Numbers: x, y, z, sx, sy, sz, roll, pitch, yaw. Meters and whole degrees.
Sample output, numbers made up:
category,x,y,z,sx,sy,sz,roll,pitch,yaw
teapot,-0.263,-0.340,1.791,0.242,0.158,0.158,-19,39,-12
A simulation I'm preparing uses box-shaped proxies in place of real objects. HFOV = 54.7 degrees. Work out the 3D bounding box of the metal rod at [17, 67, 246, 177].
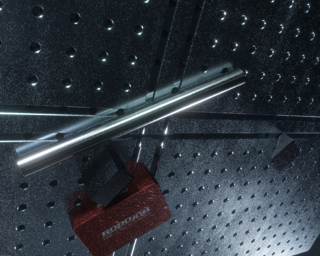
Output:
category,x,y,z,sx,sy,sz,roll,pitch,yaw
metal rod,-0.024,-0.014,0.391,0.302,0.025,0.025,-24,127,-15

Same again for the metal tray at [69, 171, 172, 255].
category,x,y,z,sx,sy,sz,roll,pitch,yaw
metal tray,-0.055,0.131,0.461,0.131,0.030,0.090,-27,128,-12

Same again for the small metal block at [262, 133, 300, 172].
category,x,y,z,sx,sy,sz,roll,pitch,yaw
small metal block,0.221,0.045,0.563,0.050,0.025,0.050,-41,130,0

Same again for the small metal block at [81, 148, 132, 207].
category,x,y,z,sx,sy,sz,roll,pitch,yaw
small metal block,-0.070,0.063,0.397,0.050,0.050,0.025,-47,130,4
